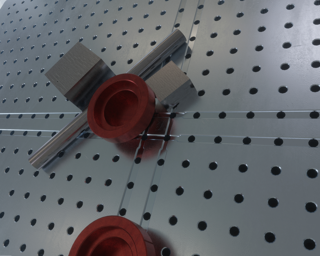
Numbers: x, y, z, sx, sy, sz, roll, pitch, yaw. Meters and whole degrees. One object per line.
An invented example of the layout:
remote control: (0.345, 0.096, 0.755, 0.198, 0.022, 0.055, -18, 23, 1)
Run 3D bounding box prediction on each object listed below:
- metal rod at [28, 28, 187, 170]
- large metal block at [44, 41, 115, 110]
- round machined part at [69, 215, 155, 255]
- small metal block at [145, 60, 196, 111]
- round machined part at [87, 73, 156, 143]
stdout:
metal rod: (-0.080, -0.045, 0.477, 0.300, 0.025, 0.025, -41, 51, -1)
large metal block: (-0.131, -0.086, 0.514, 0.080, 0.050, 0.080, -46, 51, -4)
round machined part: (-0.048, 0.148, 0.332, 0.098, 0.042, 0.098, -13, 56, 21)
small metal block: (0.014, -0.060, 0.438, 0.050, 0.025, 0.050, -38, 51, 2)
round machined part: (-0.049, -0.024, 0.434, 0.098, 0.042, 0.098, -12, 62, 23)
